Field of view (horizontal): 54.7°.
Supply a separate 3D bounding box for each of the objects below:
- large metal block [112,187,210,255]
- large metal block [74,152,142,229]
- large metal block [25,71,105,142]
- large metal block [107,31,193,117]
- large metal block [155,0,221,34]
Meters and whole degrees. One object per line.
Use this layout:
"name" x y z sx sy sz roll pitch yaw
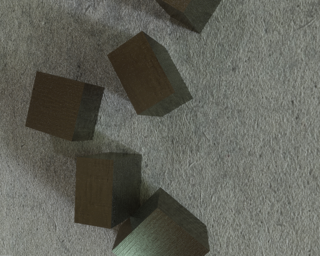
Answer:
"large metal block" 0.002 0.135 0.381 0.080 0.050 0.080 42 104 -8
"large metal block" -0.064 0.076 0.402 0.050 0.080 0.080 2 91 20
"large metal block" -0.136 -0.031 0.444 0.080 0.050 0.080 16 95 19
"large metal block" -0.009 -0.062 0.383 0.050 0.080 0.080 -30 80 17
"large metal block" 0.040 -0.169 0.365 0.050 0.080 0.080 36 102 16
